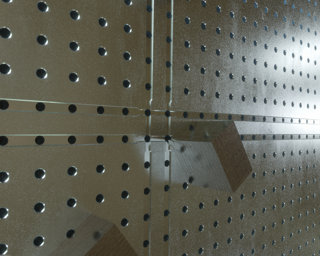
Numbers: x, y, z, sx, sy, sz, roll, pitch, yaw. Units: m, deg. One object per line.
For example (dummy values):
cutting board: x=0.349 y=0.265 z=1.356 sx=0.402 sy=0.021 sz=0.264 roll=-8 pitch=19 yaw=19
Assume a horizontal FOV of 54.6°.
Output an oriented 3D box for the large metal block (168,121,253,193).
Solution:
large metal block: x=0.069 y=0.037 z=0.430 sx=0.050 sy=0.080 sz=0.080 roll=-40 pitch=114 yaw=-33

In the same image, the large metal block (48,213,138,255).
large metal block: x=-0.070 y=0.154 z=0.334 sx=0.080 sy=0.050 sz=0.080 roll=-43 pitch=116 yaw=-31
